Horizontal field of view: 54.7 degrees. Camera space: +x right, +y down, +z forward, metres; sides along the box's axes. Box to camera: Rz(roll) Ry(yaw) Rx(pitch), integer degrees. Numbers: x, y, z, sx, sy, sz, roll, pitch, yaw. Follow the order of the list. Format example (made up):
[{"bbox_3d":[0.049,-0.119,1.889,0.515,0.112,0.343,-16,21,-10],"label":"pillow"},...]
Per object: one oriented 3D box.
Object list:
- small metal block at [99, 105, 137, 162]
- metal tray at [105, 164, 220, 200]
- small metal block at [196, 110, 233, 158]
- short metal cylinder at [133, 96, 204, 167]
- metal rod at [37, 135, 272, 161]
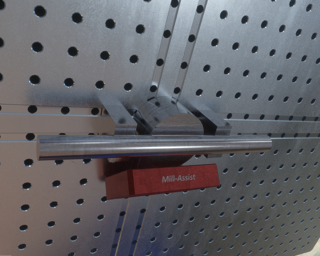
[{"bbox_3d":[-0.052,0.005,0.370,0.025,0.050,0.050,-1,119,-28],"label":"small metal block"},{"bbox_3d":[0.002,0.073,0.418,0.131,0.090,0.030,0,75,-29],"label":"metal tray"},{"bbox_3d":[0.070,0.008,0.438,0.025,0.050,0.050,-1,119,-28],"label":"small metal block"},{"bbox_3d":[0.009,0.005,0.403,0.081,0.050,0.079,-14,124,-21],"label":"short metal cylinder"},{"bbox_3d":[0.016,0.020,0.368,0.303,0.025,0.025,1,118,-28],"label":"metal rod"}]
